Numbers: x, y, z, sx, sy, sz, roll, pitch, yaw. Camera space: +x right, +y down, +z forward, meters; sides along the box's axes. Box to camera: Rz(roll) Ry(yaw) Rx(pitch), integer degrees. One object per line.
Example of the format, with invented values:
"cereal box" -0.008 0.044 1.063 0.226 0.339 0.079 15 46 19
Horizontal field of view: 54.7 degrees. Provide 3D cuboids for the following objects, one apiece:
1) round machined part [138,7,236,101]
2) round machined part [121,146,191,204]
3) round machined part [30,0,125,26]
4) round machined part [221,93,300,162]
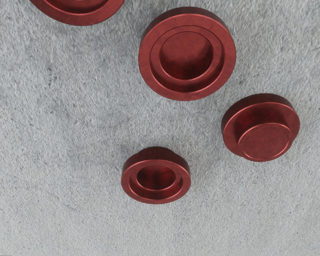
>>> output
"round machined part" 0.027 -0.080 0.328 0.099 0.042 0.097 0 130 0
"round machined part" -0.005 0.065 0.451 0.099 0.042 0.097 0 130 0
"round machined part" -0.073 -0.145 0.272 0.099 0.042 0.097 0 130 0
"round machined part" 0.132 0.007 0.403 0.099 0.042 0.097 0 130 0
